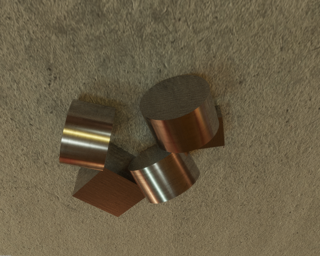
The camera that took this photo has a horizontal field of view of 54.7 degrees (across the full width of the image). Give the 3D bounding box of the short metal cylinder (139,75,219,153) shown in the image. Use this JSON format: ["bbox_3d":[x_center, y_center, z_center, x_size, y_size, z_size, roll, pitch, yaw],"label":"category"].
[{"bbox_3d":[0.023,-0.017,0.356,0.080,0.080,0.050,-14,129,11],"label":"short metal cylinder"}]

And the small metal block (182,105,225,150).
[{"bbox_3d":[0.057,0.001,0.408,0.050,0.025,0.050,-9,130,7],"label":"small metal block"}]

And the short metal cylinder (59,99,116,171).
[{"bbox_3d":[-0.087,0.009,0.377,0.050,0.080,0.079,12,129,-10],"label":"short metal cylinder"}]

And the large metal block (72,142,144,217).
[{"bbox_3d":[-0.068,0.078,0.456,0.080,0.050,0.080,34,122,-26],"label":"large metal block"}]

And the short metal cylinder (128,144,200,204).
[{"bbox_3d":[0.005,0.054,0.408,0.080,0.080,0.050,-25,103,19],"label":"short metal cylinder"}]
